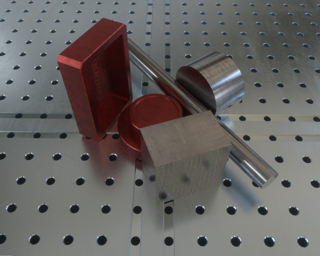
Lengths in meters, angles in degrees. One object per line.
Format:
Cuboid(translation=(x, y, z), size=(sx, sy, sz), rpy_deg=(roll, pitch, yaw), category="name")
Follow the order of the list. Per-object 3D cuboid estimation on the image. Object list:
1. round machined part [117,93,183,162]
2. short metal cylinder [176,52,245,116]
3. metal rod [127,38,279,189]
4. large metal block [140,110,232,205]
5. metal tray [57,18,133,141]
Cuboid(translation=(-0.006, -0.007, 0.402), size=(0.099, 0.042, 0.098), rpy_deg=(0, 50, 0), category="round machined part")
Cuboid(translation=(0.066, -0.056, 0.418), size=(0.050, 0.080, 0.080), rpy_deg=(-30, 57, -23), category="short metal cylinder")
Cuboid(translation=(0.032, -0.037, 0.411), size=(0.025, 0.025, 0.300), rpy_deg=(-28, 56, -22), category="metal rod")
Cuboid(translation=(0.025, 0.034, 0.344), size=(0.081, 0.080, 0.050), rpy_deg=(-15, 52, -13), category="large metal block")
Cuboid(translation=(-0.073, -0.056, 0.386), size=(0.030, 0.129, 0.090), rpy_deg=(22, 53, 17), category="metal tray")
